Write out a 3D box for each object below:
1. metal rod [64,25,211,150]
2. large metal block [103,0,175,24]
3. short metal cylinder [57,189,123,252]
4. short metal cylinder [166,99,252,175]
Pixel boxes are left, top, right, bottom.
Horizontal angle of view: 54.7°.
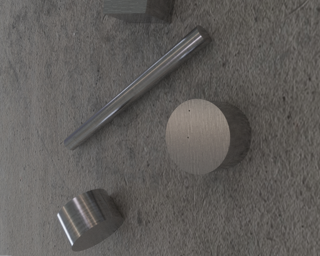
[{"bbox_3d":[-0.051,-0.042,0.446,0.299,0.025,0.025,-34,69,34],"label":"metal rod"},{"bbox_3d":[-0.025,-0.185,0.409,0.080,0.050,0.079,16,100,38],"label":"large metal block"},{"bbox_3d":[-0.102,0.134,0.453,0.050,0.081,0.080,52,120,27],"label":"short metal cylinder"},{"bbox_3d":[0.053,0.009,0.345,0.080,0.050,0.080,0,90,40],"label":"short metal cylinder"}]
